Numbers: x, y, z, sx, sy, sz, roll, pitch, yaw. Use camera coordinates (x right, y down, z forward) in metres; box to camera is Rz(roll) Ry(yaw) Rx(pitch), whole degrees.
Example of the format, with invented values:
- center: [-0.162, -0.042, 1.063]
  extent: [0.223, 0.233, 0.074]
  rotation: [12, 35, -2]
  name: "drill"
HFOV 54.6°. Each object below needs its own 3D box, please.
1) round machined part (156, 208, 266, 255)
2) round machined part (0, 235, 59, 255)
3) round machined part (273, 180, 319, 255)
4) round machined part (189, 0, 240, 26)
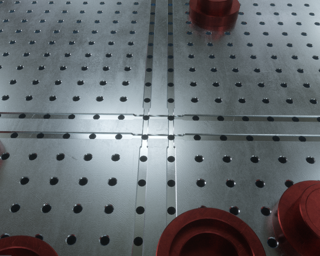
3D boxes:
- center: [0.045, 0.129, 0.289]
  extent: [0.099, 0.042, 0.098]
  rotation: [0, 50, 0]
  name: "round machined part"
- center: [-0.129, 0.149, 0.271]
  extent: [0.099, 0.042, 0.098]
  rotation: [0, 50, 0]
  name: "round machined part"
- center: [0.171, 0.096, 0.317]
  extent: [0.099, 0.042, 0.098]
  rotation: [0, 50, 0]
  name: "round machined part"
- center: [0.106, -0.242, 0.601]
  extent: [0.099, 0.042, 0.098]
  rotation: [0, 50, 0]
  name: "round machined part"
